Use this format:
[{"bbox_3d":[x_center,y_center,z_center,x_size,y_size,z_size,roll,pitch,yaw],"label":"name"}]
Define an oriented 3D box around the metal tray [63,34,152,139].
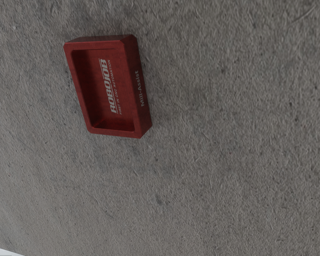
[{"bbox_3d":[-0.066,-0.052,0.406,0.090,0.030,0.129,5,121,25],"label":"metal tray"}]
